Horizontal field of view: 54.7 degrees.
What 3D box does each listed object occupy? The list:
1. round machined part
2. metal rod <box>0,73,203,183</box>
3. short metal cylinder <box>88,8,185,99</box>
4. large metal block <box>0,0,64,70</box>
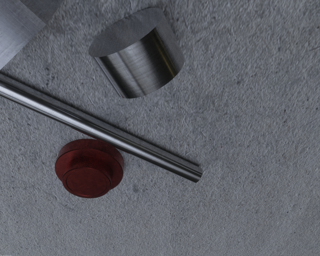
[{"bbox_3d":[-0.103,0.065,0.450,0.099,0.042,0.097,-1,130,0],"label":"round machined part"},{"bbox_3d":[-0.069,0.009,0.413,0.301,0.025,0.025,27,125,-22],"label":"metal rod"},{"bbox_3d":[-0.022,-0.075,0.307,0.080,0.080,0.050,-20,127,16],"label":"short metal cylinder"},{"bbox_3d":[-0.138,-0.103,0.281,0.080,0.080,0.050,-32,123,24],"label":"large metal block"}]
